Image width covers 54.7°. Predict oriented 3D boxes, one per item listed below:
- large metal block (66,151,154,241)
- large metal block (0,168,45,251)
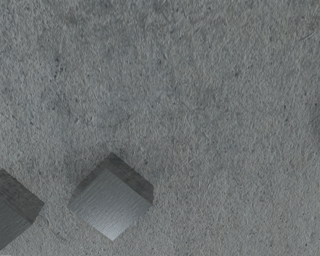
[{"bbox_3d":[-0.066,0.094,0.430,0.080,0.050,0.080,42,105,-14],"label":"large metal block"},{"bbox_3d":[-0.229,0.118,0.438,0.080,0.050,0.080,-39,106,13],"label":"large metal block"}]
